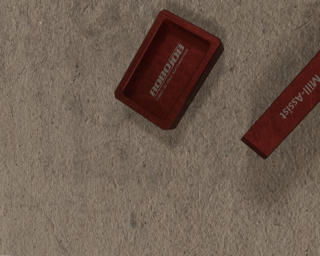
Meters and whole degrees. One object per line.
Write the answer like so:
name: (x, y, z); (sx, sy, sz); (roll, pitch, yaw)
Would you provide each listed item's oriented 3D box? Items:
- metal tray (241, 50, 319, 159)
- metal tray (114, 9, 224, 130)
metal tray: (0.143, -0.028, 0.324); (0.030, 0.090, 0.130); (42, 103, 15)
metal tray: (0.010, -0.073, 0.401); (0.090, 0.030, 0.129); (34, 101, 16)
